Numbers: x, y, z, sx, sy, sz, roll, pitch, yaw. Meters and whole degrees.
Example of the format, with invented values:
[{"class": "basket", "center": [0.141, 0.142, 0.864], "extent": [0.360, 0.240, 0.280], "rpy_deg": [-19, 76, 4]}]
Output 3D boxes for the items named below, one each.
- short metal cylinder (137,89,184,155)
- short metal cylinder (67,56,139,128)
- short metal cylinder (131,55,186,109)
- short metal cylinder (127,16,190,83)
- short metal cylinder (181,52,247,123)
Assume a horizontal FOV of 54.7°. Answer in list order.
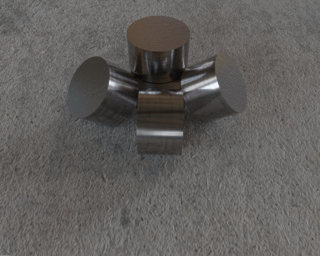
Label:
[{"class": "short metal cylinder", "center": [0.001, -0.007, 0.374], "extent": [0.050, 0.080, 0.080], "rpy_deg": [1, 50, 1]}, {"class": "short metal cylinder", "center": [-0.074, -0.045, 0.399], "extent": [0.080, 0.050, 0.080], "rpy_deg": [-13, 68, 36]}, {"class": "short metal cylinder", "center": [0.000, -0.059, 0.438], "extent": [0.081, 0.050, 0.080], "rpy_deg": [0, 50, 0]}, {"class": "short metal cylinder", "center": [-0.002, -0.105, 0.411], "extent": [0.081, 0.050, 0.080], "rpy_deg": [0, 50, 0]}, {"class": "short metal cylinder", "center": [0.072, -0.052, 0.406], "extent": [0.050, 0.080, 0.080], "rpy_deg": [-18, 39, 37]}]
